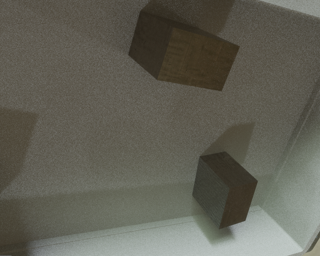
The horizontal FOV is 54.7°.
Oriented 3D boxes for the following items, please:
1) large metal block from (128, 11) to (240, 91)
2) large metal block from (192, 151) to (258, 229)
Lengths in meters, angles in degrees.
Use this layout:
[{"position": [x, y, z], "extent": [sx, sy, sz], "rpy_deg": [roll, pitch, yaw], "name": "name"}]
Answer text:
[{"position": [0.022, -0.083, 0.334], "extent": [0.081, 0.080, 0.050], "rpy_deg": [5, 116, -31], "name": "large metal block"}, {"position": [0.098, 0.095, 0.485], "extent": [0.050, 0.080, 0.079], "rpy_deg": [-8, 122, -24], "name": "large metal block"}]
